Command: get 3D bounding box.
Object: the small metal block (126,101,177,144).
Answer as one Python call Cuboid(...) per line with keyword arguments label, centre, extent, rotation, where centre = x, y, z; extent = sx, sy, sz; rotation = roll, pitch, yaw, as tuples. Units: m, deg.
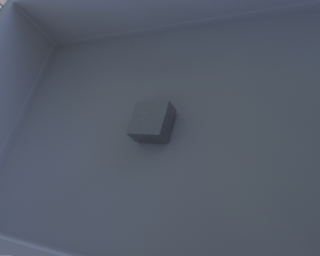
Cuboid(label="small metal block", centre=(-0.011, -0.008, 0.413), extent=(0.050, 0.025, 0.050), rotation=(2, 63, 29))
